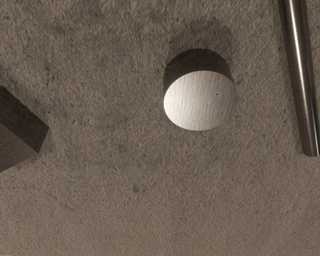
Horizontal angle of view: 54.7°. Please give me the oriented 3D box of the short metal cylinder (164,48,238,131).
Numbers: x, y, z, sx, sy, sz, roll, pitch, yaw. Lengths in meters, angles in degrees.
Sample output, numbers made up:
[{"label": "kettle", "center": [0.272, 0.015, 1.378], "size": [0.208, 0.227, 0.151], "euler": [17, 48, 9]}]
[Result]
[{"label": "short metal cylinder", "center": [0.044, -0.043, 0.355], "size": [0.081, 0.050, 0.079], "euler": [0, 130, 0]}]

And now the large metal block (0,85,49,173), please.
[{"label": "large metal block", "center": [-0.206, 0.005, 0.392], "size": [0.080, 0.050, 0.080], "euler": [-25, 126, 19]}]

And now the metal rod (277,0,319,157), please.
[{"label": "metal rod", "center": [0.157, -0.073, 0.347], "size": [0.025, 0.025, 0.299], "euler": [-18, 128, 14]}]
